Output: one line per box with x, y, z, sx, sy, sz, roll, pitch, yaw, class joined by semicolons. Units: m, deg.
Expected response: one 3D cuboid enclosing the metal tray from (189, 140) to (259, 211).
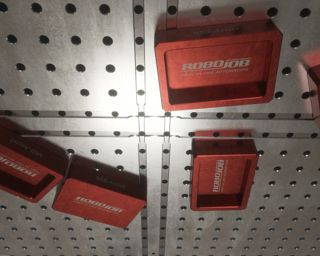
0.093;0.077;0.475;0.091;0.030;0.129;-2;130;1;metal tray

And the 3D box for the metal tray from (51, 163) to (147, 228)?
-0.097;0.114;0.504;0.131;0.030;0.089;22;127;-18;metal tray

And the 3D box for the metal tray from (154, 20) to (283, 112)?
0.063;-0.067;0.351;0.131;0.030;0.089;-5;130;3;metal tray

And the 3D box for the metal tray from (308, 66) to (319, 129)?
0.254;-0.049;0.370;0.130;0.030;0.090;-18;128;14;metal tray

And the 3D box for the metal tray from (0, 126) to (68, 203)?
-0.215;0.053;0.450;0.130;0.030;0.090;34;122;-26;metal tray
